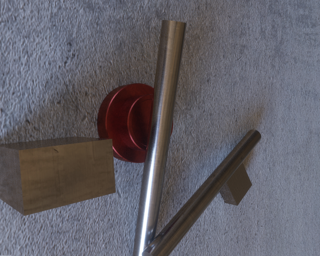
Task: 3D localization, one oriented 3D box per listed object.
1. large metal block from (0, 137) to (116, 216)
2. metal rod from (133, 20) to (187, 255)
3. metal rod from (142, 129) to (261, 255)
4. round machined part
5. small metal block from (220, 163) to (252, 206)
[{"bbox_3d":[-0.099,0.038,0.287,0.081,0.080,0.050,-6,94,-40],"label":"large metal block"},{"bbox_3d":[-0.005,0.036,0.350,0.025,0.025,0.298,-5,110,-40],"label":"metal rod"},{"bbox_3d":[0.078,0.081,0.447,0.302,0.025,0.025,-37,113,-42],"label":"metal rod"},{"bbox_3d":[-0.022,-0.006,0.377,0.099,0.042,0.097,0,90,-40],"label":"round machined part"},{"bbox_3d":[0.121,0.090,0.509,0.050,0.025,0.050,-43,116,-32],"label":"small metal block"}]
